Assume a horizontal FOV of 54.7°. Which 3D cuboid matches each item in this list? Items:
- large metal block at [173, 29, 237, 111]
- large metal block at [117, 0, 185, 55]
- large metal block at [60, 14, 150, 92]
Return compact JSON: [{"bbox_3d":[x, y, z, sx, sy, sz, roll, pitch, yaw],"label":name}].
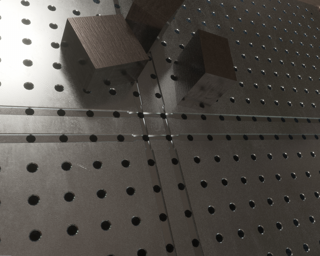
[{"bbox_3d":[0.063,-0.083,0.459,0.050,0.080,0.080,10,57,-23],"label":"large metal block"},{"bbox_3d":[-0.016,-0.159,0.463,0.050,0.080,0.080,35,51,-6],"label":"large metal block"},{"bbox_3d":[-0.075,-0.102,0.415,0.081,0.050,0.080,-20,73,-36],"label":"large metal block"}]
